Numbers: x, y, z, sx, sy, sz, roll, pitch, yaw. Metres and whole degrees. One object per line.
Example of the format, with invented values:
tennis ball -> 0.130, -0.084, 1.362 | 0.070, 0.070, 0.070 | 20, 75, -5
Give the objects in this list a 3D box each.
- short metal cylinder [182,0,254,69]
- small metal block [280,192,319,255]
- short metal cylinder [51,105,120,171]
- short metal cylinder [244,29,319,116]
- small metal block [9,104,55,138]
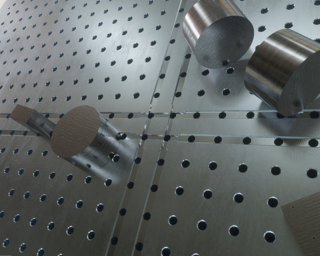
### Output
short metal cylinder -> 0.076, -0.126, 0.410 | 0.080, 0.080, 0.050 | -28, 52, 11
small metal block -> 0.145, 0.088, 0.278 | 0.050, 0.025, 0.050 | -25, 53, 12
short metal cylinder -> -0.105, 0.015, 0.438 | 0.080, 0.050, 0.080 | -13, 56, 21
short metal cylinder -> 0.140, -0.060, 0.336 | 0.080, 0.080, 0.050 | -42, 51, 0
small metal block -> -0.208, -0.011, 0.509 | 0.050, 0.050, 0.025 | 16, 70, 34
